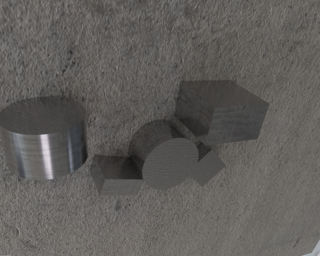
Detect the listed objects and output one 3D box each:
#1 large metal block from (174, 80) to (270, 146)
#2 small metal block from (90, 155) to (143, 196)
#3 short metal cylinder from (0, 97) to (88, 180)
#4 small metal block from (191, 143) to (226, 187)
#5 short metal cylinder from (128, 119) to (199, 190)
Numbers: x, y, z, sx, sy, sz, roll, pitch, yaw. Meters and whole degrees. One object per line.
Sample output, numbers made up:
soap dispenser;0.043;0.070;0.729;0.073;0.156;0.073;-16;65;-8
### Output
large metal block;0.076;-0.023;0.398;0.081;0.080;0.050;-5;121;-26
small metal block;-0.057;0.060;0.397;0.050;0.050;0.025;6;116;-31
short metal cylinder;-0.115;0.007;0.313;0.081;0.080;0.050;-9;123;-24
small metal block;0.066;0.056;0.478;0.050;0.025;0.050;-43;130;1
short metal cylinder;0.004;0.035;0.415;0.081;0.050;0.079;-14;124;-21
